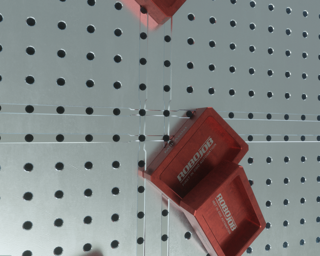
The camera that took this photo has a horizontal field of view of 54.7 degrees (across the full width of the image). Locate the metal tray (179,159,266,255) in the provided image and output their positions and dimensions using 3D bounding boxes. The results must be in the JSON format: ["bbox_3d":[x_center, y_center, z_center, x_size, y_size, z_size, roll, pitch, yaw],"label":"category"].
[{"bbox_3d":[0.090,0.118,0.421,0.090,0.030,0.130,-40,122,-19],"label":"metal tray"}]

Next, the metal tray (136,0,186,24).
[{"bbox_3d":[0.014,-0.218,0.415,0.090,0.030,0.130,42,77,-16],"label":"metal tray"}]

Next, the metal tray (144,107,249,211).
[{"bbox_3d":[0.053,0.046,0.430,0.090,0.030,0.130,44,76,-15],"label":"metal tray"}]
